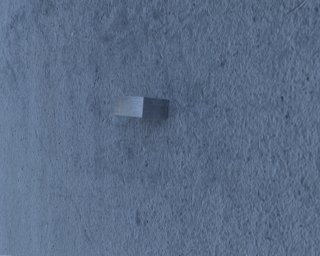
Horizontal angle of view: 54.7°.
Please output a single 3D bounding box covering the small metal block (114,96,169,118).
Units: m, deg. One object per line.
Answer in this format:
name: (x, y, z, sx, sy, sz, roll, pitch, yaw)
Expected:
small metal block: (-0.024, -0.027, 0.407, 0.050, 0.050, 0.025, 7, 95, 39)
